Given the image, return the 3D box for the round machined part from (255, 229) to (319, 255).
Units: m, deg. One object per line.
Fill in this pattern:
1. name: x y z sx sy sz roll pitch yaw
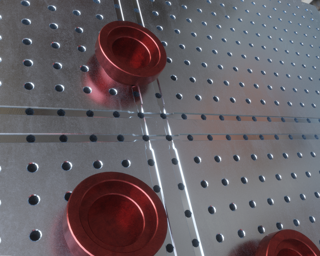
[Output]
1. round machined part: 0.154 0.177 0.374 0.099 0.042 0.098 14 56 -21

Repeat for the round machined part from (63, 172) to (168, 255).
1. round machined part: -0.046 0.095 0.306 0.099 0.042 0.098 17 40 -15

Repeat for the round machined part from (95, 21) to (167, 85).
1. round machined part: -0.043 -0.100 0.436 0.099 0.042 0.098 14 56 -21
